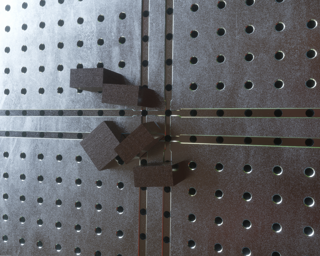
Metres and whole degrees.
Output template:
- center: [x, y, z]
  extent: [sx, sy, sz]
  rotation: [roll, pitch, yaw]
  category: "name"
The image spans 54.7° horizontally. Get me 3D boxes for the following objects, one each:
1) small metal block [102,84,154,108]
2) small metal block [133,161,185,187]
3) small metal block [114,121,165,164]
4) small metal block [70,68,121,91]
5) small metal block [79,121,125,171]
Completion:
- center: [-0.042, -0.043, 0.413]
  extent: [0.050, 0.050, 0.025]
  rotation: [6, 92, 19]
  category: "small metal block"
- center: [0.000, 0.059, 0.399]
  extent: [0.050, 0.050, 0.025]
  rotation: [-5, 88, 19]
  category: "small metal block"
- center: [-0.025, 0.018, 0.406]
  extent: [0.050, 0.050, 0.025]
  rotation: [-42, 83, 14]
  category: "small metal block"
- center: [-0.088, -0.066, 0.429]
  extent: [0.050, 0.050, 0.025]
  rotation: [2, 90, 20]
  category: "small metal block"
- center: [-0.077, 0.025, 0.438]
  extent: [0.050, 0.025, 0.050]
  rotation: [-40, 78, 15]
  category: "small metal block"
